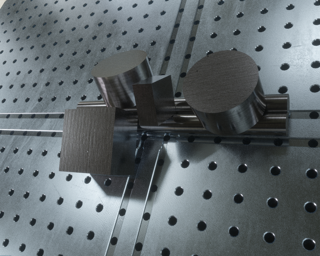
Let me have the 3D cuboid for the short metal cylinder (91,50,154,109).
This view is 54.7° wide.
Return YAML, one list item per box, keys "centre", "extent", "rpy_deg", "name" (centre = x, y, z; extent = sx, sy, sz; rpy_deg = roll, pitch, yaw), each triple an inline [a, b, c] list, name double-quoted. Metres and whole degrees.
- centre: [-0.049, -0.070, 0.438]
  extent: [0.080, 0.050, 0.080]
  rpy_deg: [-13, 33, 9]
  name: "short metal cylinder"

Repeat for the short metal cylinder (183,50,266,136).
- centre: [0.072, -0.038, 0.341]
  extent: [0.080, 0.050, 0.080]
  rpy_deg: [-13, 56, 21]
  name: "short metal cylinder"

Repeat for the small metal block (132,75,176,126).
- centre: [-0.005, -0.034, 0.375]
  extent: [0.025, 0.050, 0.050]
  rpy_deg: [1, 20, 28]
  name: "small metal block"

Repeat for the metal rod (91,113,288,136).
- centre: [0.005, -0.006, 0.405]
  extent: [0.300, 0.025, 0.025]
  rpy_deg: [1, 62, 28]
  name: "metal rod"

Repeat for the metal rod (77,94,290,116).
- centre: [0.011, -0.028, 0.415]
  extent: [0.300, 0.025, 0.025]
  rpy_deg: [1, 62, 28]
  name: "metal rod"

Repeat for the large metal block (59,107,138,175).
- centre: [-0.078, 0.018, 0.400]
  extent: [0.080, 0.050, 0.080]
  rpy_deg: [-1, 82, 28]
  name: "large metal block"
